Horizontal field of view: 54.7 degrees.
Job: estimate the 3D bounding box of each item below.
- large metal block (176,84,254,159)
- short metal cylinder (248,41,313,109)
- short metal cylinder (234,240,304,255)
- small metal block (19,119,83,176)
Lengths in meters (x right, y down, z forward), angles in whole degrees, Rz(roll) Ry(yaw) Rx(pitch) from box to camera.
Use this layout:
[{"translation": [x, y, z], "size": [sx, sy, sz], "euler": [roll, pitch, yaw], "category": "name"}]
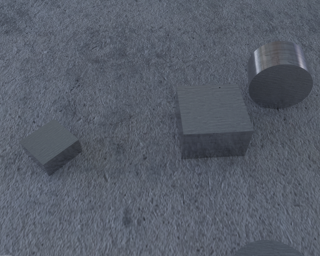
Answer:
[{"translation": [0.064, -0.009, 0.395], "size": [0.081, 0.050, 0.080], "euler": [-3, 50, -3], "category": "large metal block"}, {"translation": [0.164, -0.072, 0.429], "size": [0.080, 0.080, 0.050], "euler": [6, 51, 5], "category": "short metal cylinder"}, {"translation": [0.093, 0.145, 0.266], "size": [0.081, 0.050, 0.080], "euler": [0, 50, 0], "category": "short metal cylinder"}, {"translation": [-0.134, 0.023, 0.383], "size": [0.050, 0.025, 0.050], "euler": [35, 58, 26], "category": "small metal block"}]
